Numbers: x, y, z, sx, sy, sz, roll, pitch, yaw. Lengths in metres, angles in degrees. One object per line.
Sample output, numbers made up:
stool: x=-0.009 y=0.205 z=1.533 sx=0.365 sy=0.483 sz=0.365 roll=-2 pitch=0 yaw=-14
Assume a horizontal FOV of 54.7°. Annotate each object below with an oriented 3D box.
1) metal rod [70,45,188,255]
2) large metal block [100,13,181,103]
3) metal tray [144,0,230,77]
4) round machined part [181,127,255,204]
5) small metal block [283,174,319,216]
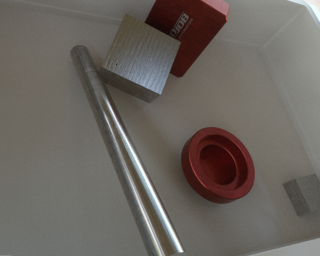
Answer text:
metal rod: x=-0.050 y=-0.004 z=0.311 sx=0.025 sy=0.025 sz=0.300 roll=-1 pitch=40 yaw=-29
large metal block: x=-0.029 y=-0.090 z=0.414 sx=0.080 sy=0.050 sz=0.080 roll=24 pitch=74 yaw=-14
metal tray: x=0.024 y=-0.138 z=0.438 sx=0.090 sy=0.129 sz=0.030 roll=27 pitch=52 yaw=-12
round machined part: x=0.070 y=0.051 z=0.403 sx=0.099 sy=0.042 sz=0.098 roll=14 pitch=56 yaw=-21
small metal block: x=0.222 y=0.100 z=0.467 sx=0.050 sy=0.025 sz=0.050 roll=-5 pitch=64 yaw=-31
